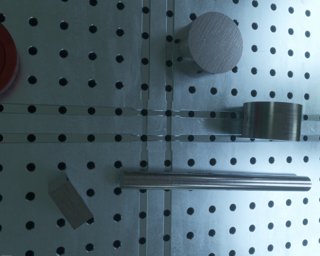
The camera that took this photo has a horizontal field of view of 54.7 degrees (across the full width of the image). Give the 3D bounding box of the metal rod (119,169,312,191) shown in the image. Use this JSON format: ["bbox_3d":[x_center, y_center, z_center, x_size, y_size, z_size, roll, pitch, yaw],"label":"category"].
[{"bbox_3d":[0.093,0.077,0.446,0.302,0.025,0.025,5,89,-20],"label":"metal rod"}]

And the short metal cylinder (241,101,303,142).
[{"bbox_3d":[0.159,-0.008,0.442,0.081,0.080,0.050,5,89,-20],"label":"short metal cylinder"}]

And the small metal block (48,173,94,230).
[{"bbox_3d":[-0.105,0.084,0.361,0.025,0.050,0.050,-34,101,-17],"label":"small metal block"}]

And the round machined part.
[{"bbox_3d":[-0.204,-0.074,0.328,0.099,0.042,0.097,0,90,-20],"label":"round machined part"}]

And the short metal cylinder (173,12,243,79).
[{"bbox_3d":[0.065,-0.110,0.423,0.081,0.050,0.080,0,90,-20],"label":"short metal cylinder"}]
